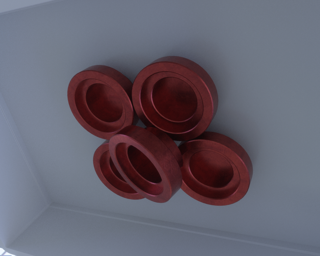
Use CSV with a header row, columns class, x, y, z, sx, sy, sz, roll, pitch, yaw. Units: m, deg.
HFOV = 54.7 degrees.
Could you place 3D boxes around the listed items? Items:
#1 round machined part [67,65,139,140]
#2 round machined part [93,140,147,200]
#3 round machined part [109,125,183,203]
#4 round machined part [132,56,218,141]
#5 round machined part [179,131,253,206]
class,x,y,z,sx,sy,sz,roll,pitch,yaw
round machined part,-0.068,-0.036,0.407,0.098,0.042,0.097,13,124,20
round machined part,-0.044,0.053,0.450,0.098,0.042,0.097,13,124,20
round machined part,-0.012,0.037,0.368,0.098,0.042,0.097,30,141,28
round machined part,0.020,-0.037,0.361,0.098,0.042,0.097,13,124,20
round machined part,0.066,0.046,0.388,0.098,0.042,0.097,13,124,20
